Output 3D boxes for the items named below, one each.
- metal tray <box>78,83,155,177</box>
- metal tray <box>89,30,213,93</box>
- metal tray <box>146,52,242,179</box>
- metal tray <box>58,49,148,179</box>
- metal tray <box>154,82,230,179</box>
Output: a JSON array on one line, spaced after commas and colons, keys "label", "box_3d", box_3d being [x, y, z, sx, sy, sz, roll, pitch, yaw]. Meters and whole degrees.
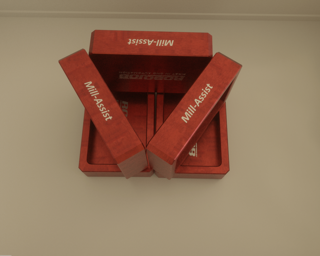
[{"label": "metal tray", "box_3d": [-0.052, -0.003, 0.407, 0.091, 0.030, 0.130, 0, 69, 0]}, {"label": "metal tray", "box_3d": [-0.009, -0.075, 0.368, 0.131, 0.090, 0.030, 2, 71, 1]}, {"label": "metal tray", "box_3d": [0.037, -0.010, 0.344, 0.030, 0.090, 0.130, 34, 74, 11]}, {"label": "metal tray", "box_3d": [-0.060, -0.012, 0.345, 0.030, 0.090, 0.130, -30, 73, -10]}, {"label": "metal tray", "box_3d": [0.040, -0.001, 0.406, 0.091, 0.030, 0.130, 1, 69, 1]}]
